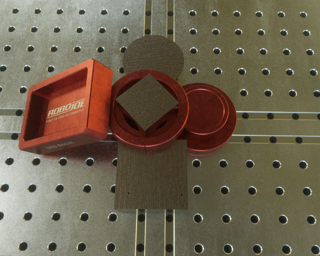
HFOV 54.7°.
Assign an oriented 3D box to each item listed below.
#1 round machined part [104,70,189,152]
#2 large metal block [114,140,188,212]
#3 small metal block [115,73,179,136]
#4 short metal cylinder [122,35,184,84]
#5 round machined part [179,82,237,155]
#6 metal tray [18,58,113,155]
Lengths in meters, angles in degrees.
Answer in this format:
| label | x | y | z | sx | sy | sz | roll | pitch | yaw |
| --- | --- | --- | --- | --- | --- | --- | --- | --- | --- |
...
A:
| label | x | y | z | sx | sy | sz | roll | pitch | yaw |
| --- | --- | --- | --- | --- | --- | --- | --- | --- | --- |
| round machined part | -0.016 | -0.018 | 0.378 | 0.099 | 0.042 | 0.098 | 0 | 70 | 0 |
| large metal block | -0.009 | 0.059 | 0.374 | 0.080 | 0.050 | 0.080 | 1 | 70 | 0 |
| small metal block | -0.014 | -0.026 | 0.355 | 0.050 | 0.025 | 0.050 | -40 | 75 | -13 |
| short metal cylinder | -0.009 | -0.079 | 0.427 | 0.081 | 0.050 | 0.080 | 0 | 70 | 0 |
| round machined part | 0.052 | -0.017 | 0.408 | 0.099 | 0.042 | 0.098 | 0 | 70 | 0 |
| metal tray | -0.117 | -0.022 | 0.378 | 0.130 | 0.030 | 0.090 | -13 | 66 | 34 |
